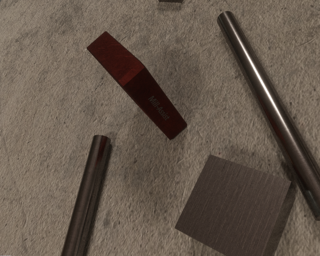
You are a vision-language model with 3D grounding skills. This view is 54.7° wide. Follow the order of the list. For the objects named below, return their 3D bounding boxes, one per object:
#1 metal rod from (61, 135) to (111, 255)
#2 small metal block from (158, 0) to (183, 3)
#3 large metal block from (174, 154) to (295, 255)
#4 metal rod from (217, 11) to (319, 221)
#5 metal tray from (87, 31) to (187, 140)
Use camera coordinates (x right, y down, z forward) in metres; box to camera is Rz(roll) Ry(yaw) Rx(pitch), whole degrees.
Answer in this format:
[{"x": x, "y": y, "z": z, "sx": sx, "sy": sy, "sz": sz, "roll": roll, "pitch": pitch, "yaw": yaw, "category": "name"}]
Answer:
[{"x": -0.103, "y": 0.146, "z": 0.366, "sx": 0.025, "sy": 0.025, "sz": 0.299, "roll": -5, "pitch": 59, "yaw": 25, "category": "metal rod"}, {"x": 0.025, "y": -0.248, "z": 0.542, "sx": 0.050, "sy": 0.025, "sz": 0.050, "roll": 19, "pitch": 72, "yaw": 35, "category": "small metal block"}, {"x": 0.074, "y": 0.082, "z": 0.298, "sx": 0.080, "sy": 0.050, "sz": 0.080, "roll": 17, "pitch": 71, "yaw": 34, "category": "large metal block"}, {"x": 0.123, "y": -0.040, "z": 0.363, "sx": 0.025, "sy": 0.025, "sz": 0.299, "roll": -23, "pitch": 53, "yaw": 14, "category": "metal rod"}, {"x": -0.024, "y": -0.048, "z": 0.377, "sx": 0.030, "sy": 0.130, "sz": 0.090, "roll": -43, "pitch": 51, "yaw": -1, "category": "metal tray"}]
